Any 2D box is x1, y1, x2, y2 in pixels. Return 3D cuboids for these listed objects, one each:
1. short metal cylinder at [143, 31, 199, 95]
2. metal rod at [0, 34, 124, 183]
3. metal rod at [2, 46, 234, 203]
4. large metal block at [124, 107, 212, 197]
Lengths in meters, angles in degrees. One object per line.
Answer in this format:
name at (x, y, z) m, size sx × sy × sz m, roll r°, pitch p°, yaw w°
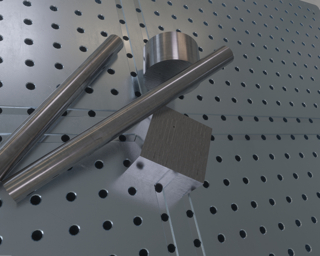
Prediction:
short metal cylinder at (0.016, -0.088, 0.435) m, size 0.081 × 0.080 × 0.050 m, roll 12°, pitch 57°, yaw -22°
metal rod at (-0.123, -0.023, 0.355) m, size 0.025 × 0.025 × 0.301 m, roll 35°, pitch 51°, yaw -6°
metal rod at (-0.028, -0.018, 0.351) m, size 0.302 × 0.025 × 0.025 m, roll -34°, pitch 81°, yaw -22°
large metal block at (0.012, 0.027, 0.383) m, size 0.080 × 0.050 × 0.080 m, roll 25°, pitch 53°, yaw -13°
